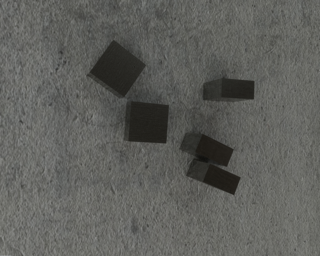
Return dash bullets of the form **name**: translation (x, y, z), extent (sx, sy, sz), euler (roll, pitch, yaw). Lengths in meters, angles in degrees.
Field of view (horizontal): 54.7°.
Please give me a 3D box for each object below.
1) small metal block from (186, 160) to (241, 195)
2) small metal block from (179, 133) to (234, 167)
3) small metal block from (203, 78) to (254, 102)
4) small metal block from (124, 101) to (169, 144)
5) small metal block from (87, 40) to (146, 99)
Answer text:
- **small metal block**: translation (0.072, 0.066, 0.422), extent (0.050, 0.050, 0.025), euler (25, 82, -19)
- **small metal block**: translation (0.062, 0.029, 0.418), extent (0.050, 0.050, 0.025), euler (26, 82, -18)
- **small metal block**: translation (0.094, -0.052, 0.430), extent (0.050, 0.050, 0.025), euler (1, 90, -20)
- **small metal block**: translation (-0.018, -0.007, 0.402), extent (0.050, 0.025, 0.050), euler (4, 89, -20)
- **small metal block**: translation (-0.054, -0.073, 0.389), extent (0.050, 0.025, 0.050), euler (36, 78, -17)
